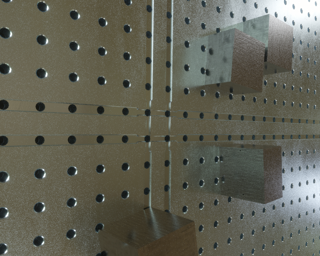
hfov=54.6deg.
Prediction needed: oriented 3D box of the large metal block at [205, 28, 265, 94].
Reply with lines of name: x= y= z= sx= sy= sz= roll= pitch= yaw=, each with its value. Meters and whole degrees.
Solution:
large metal block: x=0.120 y=-0.101 z=0.492 sx=0.081 sy=0.050 sz=0.080 roll=9 pitch=84 yaw=-40

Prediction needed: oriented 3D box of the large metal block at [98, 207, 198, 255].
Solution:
large metal block: x=-0.014 y=0.137 z=0.361 sx=0.081 sy=0.080 sz=0.050 roll=-11 pitch=98 yaw=-39

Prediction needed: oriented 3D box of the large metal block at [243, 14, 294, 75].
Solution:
large metal block: x=0.192 y=-0.145 z=0.552 sx=0.081 sy=0.050 sz=0.080 roll=6 pitch=86 yaw=-40

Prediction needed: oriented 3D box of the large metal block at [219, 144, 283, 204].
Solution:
large metal block: x=0.143 y=0.069 z=0.492 sx=0.050 sy=0.080 sz=0.080 roll=-4 pitch=93 yaw=-40
